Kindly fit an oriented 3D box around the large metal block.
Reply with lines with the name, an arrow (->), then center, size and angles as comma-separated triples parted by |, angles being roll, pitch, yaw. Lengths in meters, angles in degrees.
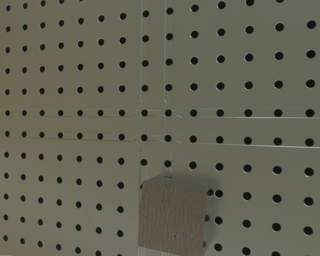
large metal block -> 0.022, 0.109, 0.391 | 0.080, 0.050, 0.079 | 5, 92, 19
